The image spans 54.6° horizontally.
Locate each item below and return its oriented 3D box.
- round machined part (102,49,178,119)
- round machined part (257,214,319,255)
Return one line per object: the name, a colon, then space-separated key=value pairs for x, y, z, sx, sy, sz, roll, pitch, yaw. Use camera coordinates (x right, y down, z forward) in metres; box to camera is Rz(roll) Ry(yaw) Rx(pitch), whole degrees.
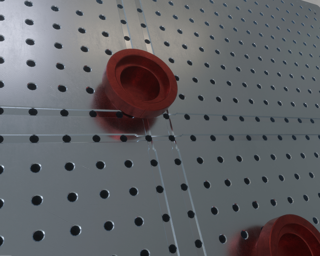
round machined part: x=-0.029 y=-0.054 z=0.414 sx=0.099 sy=0.042 sz=0.098 roll=13 pitch=56 yaw=-21
round machined part: x=0.162 y=0.161 z=0.385 sx=0.099 sy=0.042 sz=0.098 roll=13 pitch=56 yaw=-21
